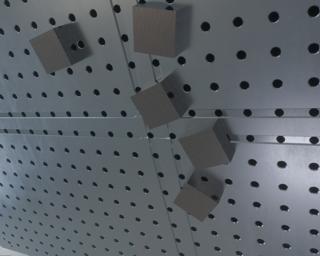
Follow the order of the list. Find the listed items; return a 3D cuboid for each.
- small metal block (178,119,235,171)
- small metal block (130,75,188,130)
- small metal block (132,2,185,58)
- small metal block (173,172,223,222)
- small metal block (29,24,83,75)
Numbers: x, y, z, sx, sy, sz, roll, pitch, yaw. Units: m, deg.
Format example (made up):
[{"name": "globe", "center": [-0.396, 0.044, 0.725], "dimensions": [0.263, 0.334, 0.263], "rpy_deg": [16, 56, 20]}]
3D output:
[{"name": "small metal block", "center": [0.059, 0.022, 0.394], "dimensions": [0.050, 0.025, 0.050], "rpy_deg": [-20, 108, 35]}, {"name": "small metal block", "center": [-0.001, -0.031, 0.393], "dimensions": [0.050, 0.025, 0.050], "rpy_deg": [-21, 108, 36]}, {"name": "small metal block", "center": [-0.002, -0.109, 0.345], "dimensions": [0.050, 0.025, 0.050], "rpy_deg": [14, 124, 20]}, {"name": "small metal block", "center": [0.054, 0.100, 0.445], "dimensions": [0.050, 0.025, 0.050], "rpy_deg": [33, 129, 6]}, {"name": "small metal block", "center": [-0.141, -0.106, 0.421], "dimensions": [0.050, 0.025, 0.050], "rpy_deg": [-10, 113, 32]}]
